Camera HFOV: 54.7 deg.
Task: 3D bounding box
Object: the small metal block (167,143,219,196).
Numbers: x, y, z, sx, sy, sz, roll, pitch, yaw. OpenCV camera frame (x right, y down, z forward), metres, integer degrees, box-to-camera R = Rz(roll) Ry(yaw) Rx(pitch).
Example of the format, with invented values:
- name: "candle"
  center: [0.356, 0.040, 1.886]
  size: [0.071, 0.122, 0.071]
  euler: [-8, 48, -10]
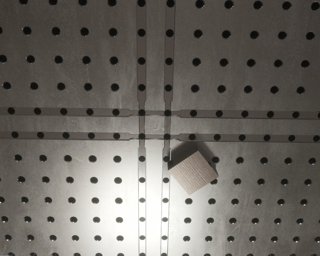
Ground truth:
- name: "small metal block"
  center: [0.046, 0.058, 0.436]
  size: [0.050, 0.025, 0.050]
  euler: [-35, 107, 12]
